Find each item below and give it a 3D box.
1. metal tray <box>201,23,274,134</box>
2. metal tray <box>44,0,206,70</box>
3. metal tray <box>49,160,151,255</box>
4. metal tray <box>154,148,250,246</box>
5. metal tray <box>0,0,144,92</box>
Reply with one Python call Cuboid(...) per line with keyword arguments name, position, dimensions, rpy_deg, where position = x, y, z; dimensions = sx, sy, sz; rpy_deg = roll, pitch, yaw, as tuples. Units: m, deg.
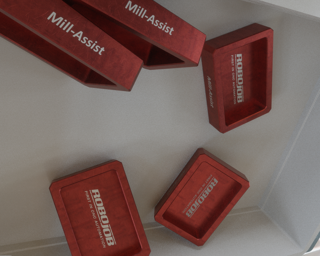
Cuboid(name="metal tray", position=(0.108, -0.065, 0.423), dimensions=(0.091, 0.030, 0.129), rpy_deg=(-24, 127, -14))
Cuboid(name="metal tray", position=(-0.033, -0.094, 0.287), dimensions=(0.131, 0.090, 0.030), rpy_deg=(19, 85, -36))
Cuboid(name="metal tray", position=(-0.075, 0.114, 0.391), dimensions=(0.091, 0.030, 0.129), rpy_deg=(-19, 92, -18))
Cuboid(name="metal tray", position=(0.062, 0.107, 0.477), dimensions=(0.090, 0.030, 0.129), rpy_deg=(33, 101, -7))
Cuboid(name="metal tray", position=(-0.089, -0.077, 0.266), dimensions=(0.131, 0.090, 0.030), rpy_deg=(30, 79, -38))
